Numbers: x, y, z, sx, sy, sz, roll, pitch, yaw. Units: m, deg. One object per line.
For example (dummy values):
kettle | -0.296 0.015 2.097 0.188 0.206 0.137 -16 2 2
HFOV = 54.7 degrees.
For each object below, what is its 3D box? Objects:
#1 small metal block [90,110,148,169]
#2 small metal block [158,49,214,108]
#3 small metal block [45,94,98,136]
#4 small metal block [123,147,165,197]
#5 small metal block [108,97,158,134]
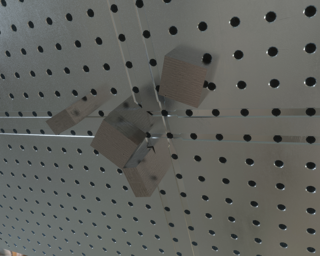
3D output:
small metal block | -0.051 0.015 0.381 0.050 0.025 0.050 37 129 3
small metal block | 0.029 -0.057 0.359 0.050 0.025 0.050 21 126 15
small metal block | -0.128 -0.019 0.448 0.050 0.050 0.025 -23 106 36
small metal block | -0.023 0.063 0.445 0.025 0.050 0.050 -9 114 32
small metal block | -0.039 -0.007 0.410 0.050 0.050 0.025 38 129 2
